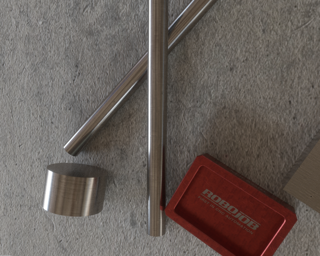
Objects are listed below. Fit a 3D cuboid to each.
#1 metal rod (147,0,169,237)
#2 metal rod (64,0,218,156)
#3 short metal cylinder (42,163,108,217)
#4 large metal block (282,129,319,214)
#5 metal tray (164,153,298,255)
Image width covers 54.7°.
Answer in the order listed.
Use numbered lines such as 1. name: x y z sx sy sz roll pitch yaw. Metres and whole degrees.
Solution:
1. metal rod: -0.004 -0.010 0.392 0.025 0.025 0.298 3 97 19
2. metal rod: -0.029 -0.072 0.418 0.299 0.025 0.025 -46 76 14
3. short metal cylinder: -0.114 0.081 0.419 0.080 0.080 0.050 10 94 19
4. large metal block: 0.189 0.052 0.329 0.080 0.050 0.080 34 101 16
5. metal tray: 0.083 0.101 0.376 0.130 0.030 0.090 32 100 16
